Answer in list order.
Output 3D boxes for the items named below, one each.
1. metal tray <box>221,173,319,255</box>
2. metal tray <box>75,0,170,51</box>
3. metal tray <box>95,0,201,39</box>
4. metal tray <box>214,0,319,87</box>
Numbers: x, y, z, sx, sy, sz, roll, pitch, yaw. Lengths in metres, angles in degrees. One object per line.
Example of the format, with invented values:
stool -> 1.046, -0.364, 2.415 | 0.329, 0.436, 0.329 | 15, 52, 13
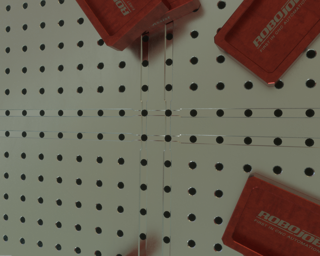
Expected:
metal tray -> 0.149, 0.120, 0.357 | 0.130, 0.030, 0.089 | 23, 98, 18
metal tray -> -0.060, -0.177, 0.397 | 0.090, 0.030, 0.130 | -37, 78, 15
metal tray -> -0.022, -0.180, 0.416 | 0.130, 0.030, 0.090 | -19, 84, 18
metal tray -> 0.139, -0.125, 0.360 | 0.090, 0.030, 0.130 | 43, 103, 14
